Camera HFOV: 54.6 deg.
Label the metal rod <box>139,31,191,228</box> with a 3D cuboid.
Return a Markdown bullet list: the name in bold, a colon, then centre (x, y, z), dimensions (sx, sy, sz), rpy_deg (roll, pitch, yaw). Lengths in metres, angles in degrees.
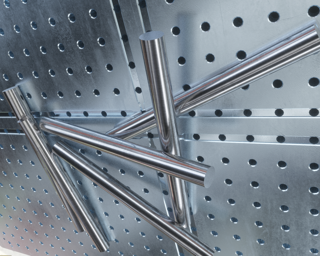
- **metal rod**: centre (0.014, 0.027, 0.395), dimensions (0.025, 0.025, 0.298), rpy_deg (8, 130, 24)

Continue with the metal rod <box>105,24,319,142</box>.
- **metal rod**: centre (0.037, -0.033, 0.371), dimensions (0.299, 0.025, 0.025), rpy_deg (-25, 105, 37)

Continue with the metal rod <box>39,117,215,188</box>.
- **metal rod**: centre (-0.066, 0.024, 0.423), dimensions (0.300, 0.025, 0.025), rpy_deg (14, 125, 34)

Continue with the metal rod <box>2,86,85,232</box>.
- **metal rod**: centre (-0.197, 0.067, 0.557), dimensions (0.025, 0.025, 0.299), rpy_deg (-5, 116, 30)

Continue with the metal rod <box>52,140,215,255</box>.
- **metal rod**: centre (-0.050, 0.108, 0.484), dimensions (0.300, 0.025, 0.025), rpy_deg (32, 129, 15)

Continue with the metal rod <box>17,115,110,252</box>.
- **metal rod**: centre (-0.164, 0.111, 0.557), dimensions (0.025, 0.025, 0.299), rpy_deg (-7, 118, 31)
